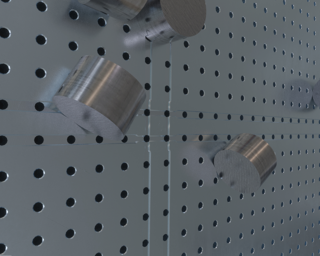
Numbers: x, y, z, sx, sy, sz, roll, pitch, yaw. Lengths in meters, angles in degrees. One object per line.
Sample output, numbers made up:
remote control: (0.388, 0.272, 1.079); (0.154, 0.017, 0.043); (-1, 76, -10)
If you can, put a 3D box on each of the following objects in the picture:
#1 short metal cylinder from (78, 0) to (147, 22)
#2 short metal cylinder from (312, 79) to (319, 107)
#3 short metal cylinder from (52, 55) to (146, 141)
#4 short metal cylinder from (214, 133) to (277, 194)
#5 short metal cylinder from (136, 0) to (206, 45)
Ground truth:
short metal cylinder: (-0.048, -0.162, 0.332); (0.050, 0.080, 0.080); (12, 83, -40)
short metal cylinder: (0.401, -0.079, 0.709); (0.050, 0.080, 0.080); (5, 87, -40)
short metal cylinder: (-0.062, -0.029, 0.321); (0.080, 0.080, 0.050); (41, 65, -33)
short metal cylinder: (0.132, 0.055, 0.484); (0.050, 0.080, 0.080); (-36, 113, -34)
short metal cylinder: (0.015, -0.154, 0.404); (0.081, 0.050, 0.079); (0, 90, -40)
